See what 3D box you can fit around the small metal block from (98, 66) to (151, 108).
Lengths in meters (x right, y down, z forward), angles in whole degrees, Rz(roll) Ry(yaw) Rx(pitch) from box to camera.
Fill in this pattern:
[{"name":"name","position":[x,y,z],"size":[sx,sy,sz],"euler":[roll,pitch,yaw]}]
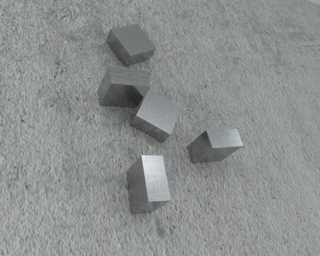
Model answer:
[{"name":"small metal block","position":[-0.047,-0.050,0.393],"size":[0.050,0.050,0.025],"euler":[2,61,-27]}]

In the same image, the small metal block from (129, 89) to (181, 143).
[{"name":"small metal block","position":[-0.005,-0.016,0.410],"size":[0.050,0.025,0.050],"euler":[30,52,-9]}]

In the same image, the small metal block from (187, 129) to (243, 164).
[{"name":"small metal block","position":[0.072,0.024,0.411],"size":[0.050,0.050,0.025],"euler":[-2,63,-29]}]

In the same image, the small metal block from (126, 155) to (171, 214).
[{"name":"small metal block","position":[-0.015,0.063,0.341],"size":[0.025,0.050,0.050],"euler":[4,60,-27]}]

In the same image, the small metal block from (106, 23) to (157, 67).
[{"name":"small metal block","position":[-0.042,-0.122,0.455],"size":[0.050,0.025,0.050],"euler":[-28,77,-37]}]
